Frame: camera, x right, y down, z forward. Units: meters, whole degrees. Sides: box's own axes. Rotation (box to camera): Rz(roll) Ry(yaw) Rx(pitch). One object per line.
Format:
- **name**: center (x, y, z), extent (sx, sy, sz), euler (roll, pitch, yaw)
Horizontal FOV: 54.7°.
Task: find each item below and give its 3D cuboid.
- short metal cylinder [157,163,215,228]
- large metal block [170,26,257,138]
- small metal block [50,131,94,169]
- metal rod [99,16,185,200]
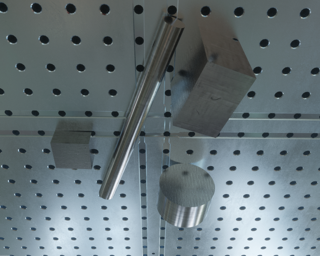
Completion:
- **short metal cylinder**: center (0.037, 0.099, 0.461), extent (0.081, 0.080, 0.050), euler (4, 130, -4)
- **large metal block**: center (0.051, -0.050, 0.334), extent (0.050, 0.080, 0.079), euler (16, 128, -14)
- **small metal block**: center (-0.122, 0.031, 0.437), extent (0.050, 0.025, 0.050), euler (2, 130, -3)
- **metal rod**: center (-0.036, -0.002, 0.409), extent (0.025, 0.025, 0.298), euler (15, 129, -13)
